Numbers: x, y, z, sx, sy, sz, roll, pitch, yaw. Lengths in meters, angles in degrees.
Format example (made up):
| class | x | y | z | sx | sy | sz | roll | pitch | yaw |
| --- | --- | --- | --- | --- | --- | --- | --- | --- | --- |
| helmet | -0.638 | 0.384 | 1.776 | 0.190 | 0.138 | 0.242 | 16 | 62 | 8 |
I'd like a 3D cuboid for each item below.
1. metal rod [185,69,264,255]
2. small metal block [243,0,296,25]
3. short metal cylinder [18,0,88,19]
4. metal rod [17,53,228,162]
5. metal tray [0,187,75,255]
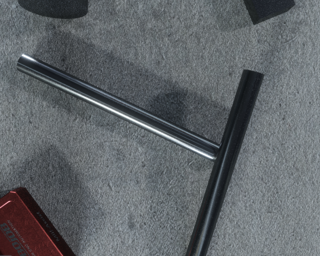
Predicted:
| class | x | y | z | sx | sy | sz | roll | pitch | yaw |
| --- | --- | --- | --- | --- | --- | --- | --- | --- | --- |
| metal rod | 0.072 | 0.075 | 0.390 | 0.025 | 0.025 | 0.298 | 16 | 98 | -1 |
| small metal block | 0.142 | -0.173 | 0.412 | 0.050 | 0.025 | 0.050 | -23 | 90 | -1 |
| short metal cylinder | -0.129 | -0.173 | 0.381 | 0.081 | 0.080 | 0.050 | 2 | 90 | -1 |
| metal rod | -0.044 | -0.023 | 0.409 | 0.301 | 0.025 | 0.025 | 25 | 90 | -1 |
| metal tray | -0.183 | 0.155 | 0.405 | 0.090 | 0.030 | 0.130 | -36 | 90 | -1 |
